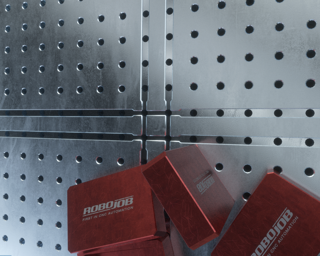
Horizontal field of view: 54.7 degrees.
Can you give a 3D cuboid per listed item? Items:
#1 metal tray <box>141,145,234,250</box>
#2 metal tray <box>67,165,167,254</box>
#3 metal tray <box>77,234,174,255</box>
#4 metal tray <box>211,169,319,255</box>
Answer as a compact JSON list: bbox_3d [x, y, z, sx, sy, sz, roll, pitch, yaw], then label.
[{"bbox_3d":[0.038,0.066,0.343,0.030,0.130,0.090,-37,79,16],"label":"metal tray"},{"bbox_3d":[-0.062,0.110,0.414,0.130,0.030,0.090,-19,62,18],"label":"metal tray"},{"bbox_3d":[-0.044,0.198,0.424,0.130,0.030,0.090,-14,85,19],"label":"metal tray"},{"bbox_3d":[0.132,0.125,0.363,0.090,0.030,0.129,34,101,16],"label":"metal tray"}]
